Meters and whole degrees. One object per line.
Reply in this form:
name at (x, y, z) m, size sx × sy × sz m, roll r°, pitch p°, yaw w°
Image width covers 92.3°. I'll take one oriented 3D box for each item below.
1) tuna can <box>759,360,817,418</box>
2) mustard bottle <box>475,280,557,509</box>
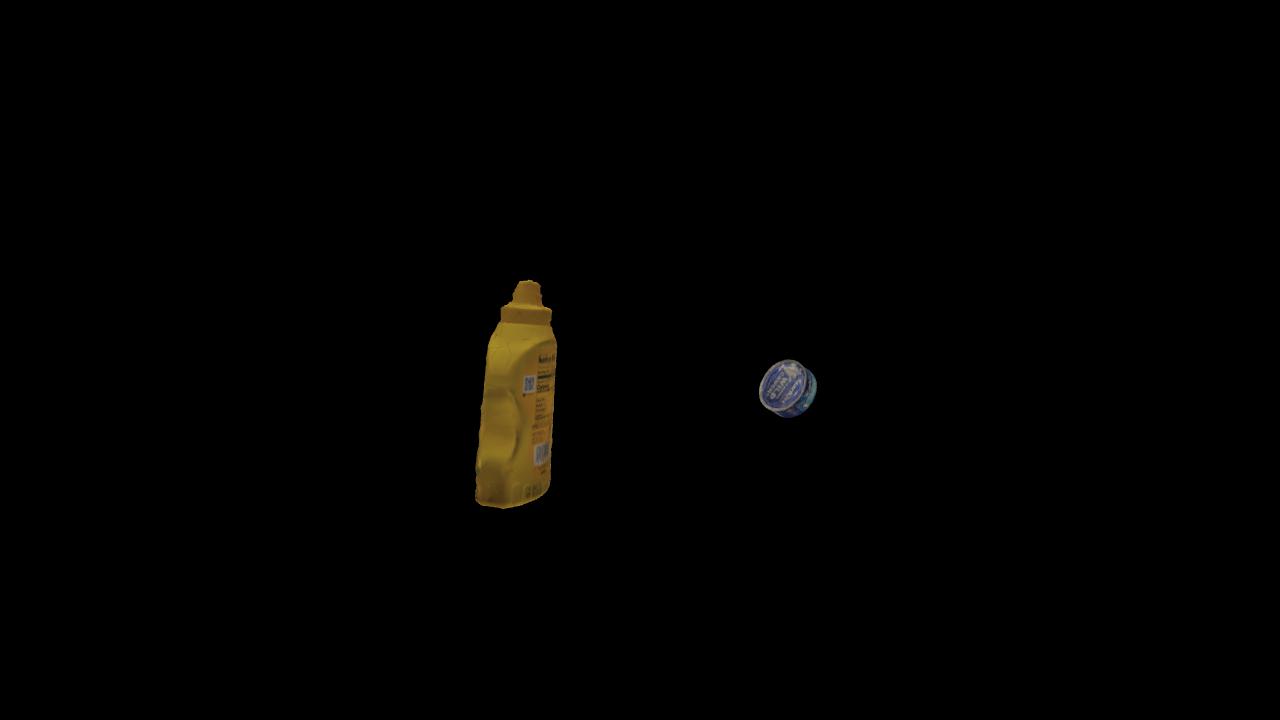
tuna can at (0.223, 0.044, 0.927) m, size 0.034 × 0.084 × 0.084 m, roll 30°, pitch -18°, yaw -34°
mustard bottle at (-0.100, 0.024, 0.522) m, size 0.054 × 0.184 × 0.092 m, roll 7°, pitch 6°, yaw 19°
